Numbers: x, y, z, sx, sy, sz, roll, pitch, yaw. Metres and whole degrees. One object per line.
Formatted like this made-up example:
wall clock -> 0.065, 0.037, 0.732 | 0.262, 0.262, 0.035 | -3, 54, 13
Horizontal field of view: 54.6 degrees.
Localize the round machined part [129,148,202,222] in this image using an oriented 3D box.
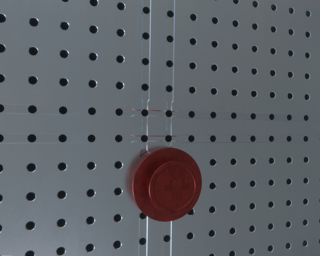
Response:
round machined part -> 0.012, 0.075, 0.408 | 0.099, 0.042, 0.097 | 0, 90, -20
